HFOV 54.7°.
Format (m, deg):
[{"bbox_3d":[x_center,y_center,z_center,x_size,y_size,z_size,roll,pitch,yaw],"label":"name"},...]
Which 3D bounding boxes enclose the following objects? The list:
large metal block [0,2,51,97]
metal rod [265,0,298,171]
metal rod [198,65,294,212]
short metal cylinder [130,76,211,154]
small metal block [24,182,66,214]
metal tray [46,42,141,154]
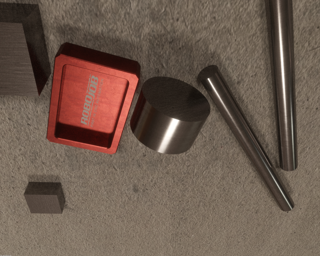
[{"bbox_3d":[-0.166,-0.081,0.319,0.081,0.050,0.079,2,130,-3],"label":"large metal block"},{"bbox_3d":[0.145,-0.054,0.363,0.025,0.025,0.299,-14,129,11],"label":"metal rod"},{"bbox_3d":[0.134,0.033,0.437,0.025,0.025,0.300,-26,126,20],"label":"metal rod"},{"bbox_3d":[0.011,-0.016,0.358,0.081,0.080,0.050,14,129,-12],"label":"short metal cylinder"},{"bbox_3d":[-0.185,0.113,0.501,0.050,0.025,0.050,2,130,-2],"label":"small metal block"},{"bbox_3d":[-0.084,-0.030,0.377,0.091,0.030,0.129,13,129,-12],"label":"metal tray"}]
